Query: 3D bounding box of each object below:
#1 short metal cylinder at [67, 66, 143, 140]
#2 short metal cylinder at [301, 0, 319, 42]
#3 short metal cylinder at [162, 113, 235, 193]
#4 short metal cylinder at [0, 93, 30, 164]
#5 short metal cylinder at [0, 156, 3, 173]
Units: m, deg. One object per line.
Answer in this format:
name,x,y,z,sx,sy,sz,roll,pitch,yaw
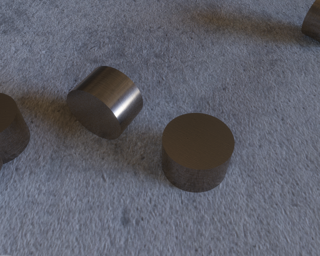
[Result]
short metal cylinder,-0.069,-0.031,0.393,0.080,0.080,0.050,23,54,18
short metal cylinder,0.290,-0.187,0.528,0.081,0.080,0.050,-32,58,-24
short metal cylinder,0.042,0.028,0.364,0.081,0.050,0.080,0,50,0
short metal cylinder,-0.210,0.001,0.383,0.081,0.050,0.080,0,50,0
short metal cylinder,-0.215,0.050,0.323,0.081,0.080,0.050,0,50,0
